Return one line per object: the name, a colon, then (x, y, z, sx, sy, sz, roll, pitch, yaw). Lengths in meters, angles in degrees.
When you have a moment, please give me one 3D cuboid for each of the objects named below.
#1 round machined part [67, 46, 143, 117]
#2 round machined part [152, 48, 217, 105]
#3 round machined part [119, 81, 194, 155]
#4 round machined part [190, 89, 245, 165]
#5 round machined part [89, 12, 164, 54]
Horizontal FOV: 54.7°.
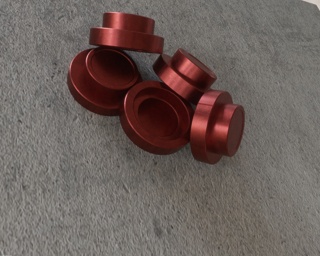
round machined part: (-0.067, -0.067, 0.402, 0.099, 0.042, 0.098, 14, 56, -21)
round machined part: (0.041, -0.075, 0.436, 0.098, 0.042, 0.098, 33, 21, -14)
round machined part: (-0.006, -0.009, 0.398, 0.099, 0.042, 0.098, 14, 56, -21)
round machined part: (0.080, 0.000, 0.404, 0.042, 0.097, 0.098, 12, 44, 29)
round machined part: (-0.043, -0.126, 0.412, 0.099, 0.098, 0.042, 1, 103, -28)
